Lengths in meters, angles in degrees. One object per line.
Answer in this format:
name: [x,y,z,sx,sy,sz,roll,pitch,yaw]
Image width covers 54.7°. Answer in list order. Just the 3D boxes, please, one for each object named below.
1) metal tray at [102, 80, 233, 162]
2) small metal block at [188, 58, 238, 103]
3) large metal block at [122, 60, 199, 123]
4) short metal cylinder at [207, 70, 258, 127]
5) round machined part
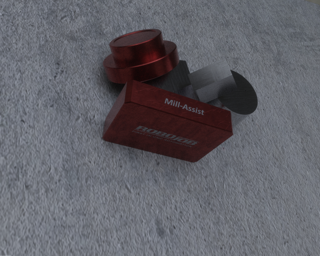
metal tray: [0.008,-0.002,0.368,0.131,0.090,0.030,16,56,-20]
small metal block: [0.070,-0.060,0.405,0.050,0.050,0.025,33,37,-64]
large metal block: [0.000,-0.047,0.419,0.081,0.050,0.080,-2,63,-29]
short metal cylinder: [0.099,-0.042,0.469,0.081,0.050,0.080,14,56,-21]
round machined part: [-0.027,-0.098,0.402,0.099,0.098,0.042,-42,131,-39]
